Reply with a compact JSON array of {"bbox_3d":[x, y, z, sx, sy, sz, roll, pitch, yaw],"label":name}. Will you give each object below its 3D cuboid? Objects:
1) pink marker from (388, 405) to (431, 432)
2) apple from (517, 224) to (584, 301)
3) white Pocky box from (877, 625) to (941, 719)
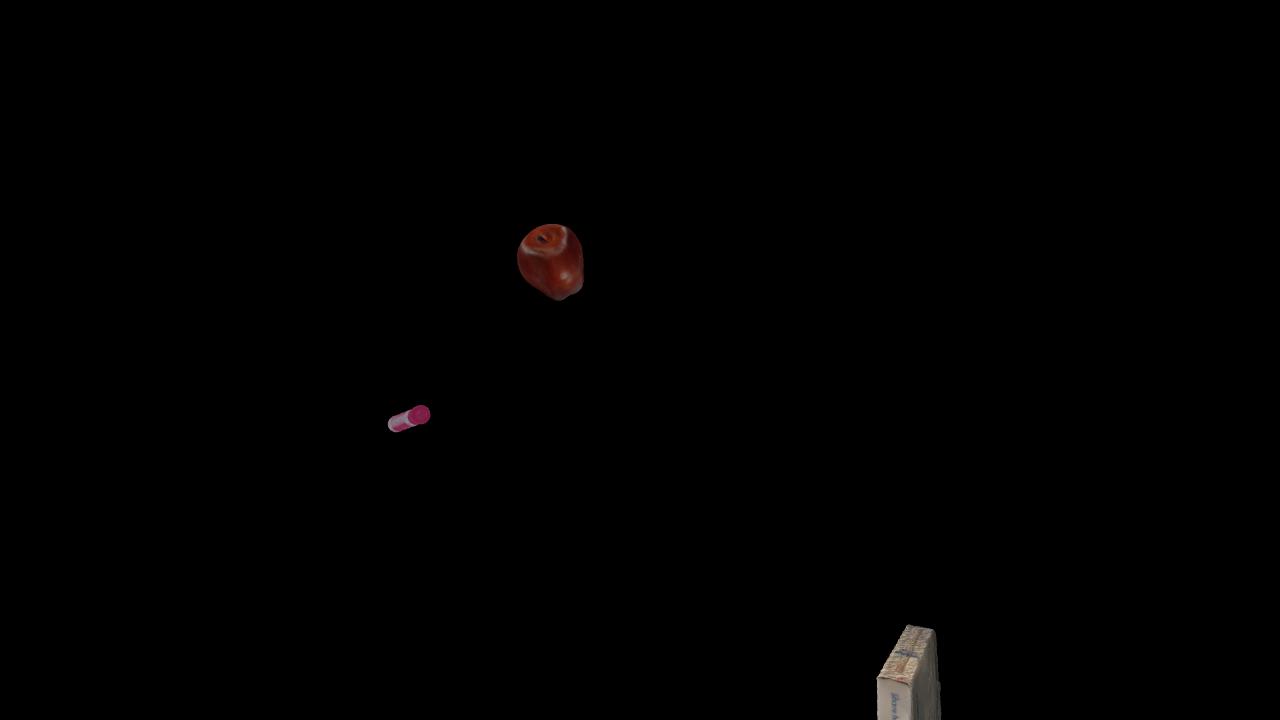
[{"bbox_3d":[-0.243,0.062,0.644,0.020,0.020,0.121,0,-9,-33],"label":"pink marker"},{"bbox_3d":[-0.105,-0.116,0.733,0.079,0.079,0.093,0,-35,13],"label":"apple"},{"bbox_3d":[0.223,0.280,0.504,0.028,0.084,0.154,-3,-8,31],"label":"white Pocky box"}]
